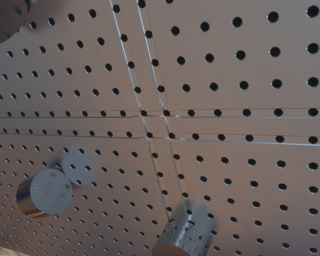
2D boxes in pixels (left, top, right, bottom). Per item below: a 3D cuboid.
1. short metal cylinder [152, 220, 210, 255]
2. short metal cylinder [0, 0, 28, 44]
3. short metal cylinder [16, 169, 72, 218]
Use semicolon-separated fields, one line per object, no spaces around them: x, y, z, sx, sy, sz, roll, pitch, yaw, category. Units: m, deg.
0.034;0.197;0.499;0.080;0.050;0.079;13;124;21;short metal cylinder
-0.221;-0.152;0.398;0.050;0.080;0.080;43;129;-1;short metal cylinder
-0.208;0.119;0.559;0.050;0.080;0.080;-24;105;37;short metal cylinder
